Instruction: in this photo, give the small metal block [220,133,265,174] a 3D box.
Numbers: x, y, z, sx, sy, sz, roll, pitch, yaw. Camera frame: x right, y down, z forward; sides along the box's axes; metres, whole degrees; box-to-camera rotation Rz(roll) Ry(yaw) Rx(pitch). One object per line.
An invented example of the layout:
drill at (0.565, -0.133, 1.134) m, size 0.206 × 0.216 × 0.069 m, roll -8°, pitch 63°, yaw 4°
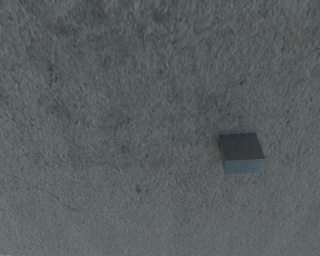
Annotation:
small metal block at (0.109, 0.034, 0.420) m, size 0.050 × 0.050 × 0.025 m, roll -3°, pitch 130°, yaw 3°
